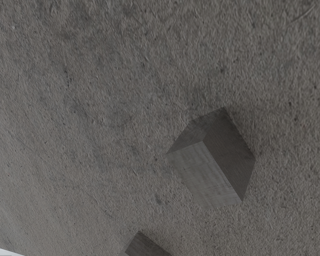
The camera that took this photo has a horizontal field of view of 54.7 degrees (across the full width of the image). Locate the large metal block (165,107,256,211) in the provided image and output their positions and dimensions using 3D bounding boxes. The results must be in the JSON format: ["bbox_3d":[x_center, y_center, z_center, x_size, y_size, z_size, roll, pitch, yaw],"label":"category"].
[{"bbox_3d":[0.062,0.034,0.359,0.050,0.080,0.080,-25,105,37],"label":"large metal block"}]

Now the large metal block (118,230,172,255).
[{"bbox_3d":[-0.034,0.245,0.560,0.080,0.050,0.080,36,129,4],"label":"large metal block"}]
